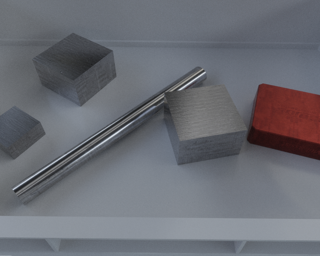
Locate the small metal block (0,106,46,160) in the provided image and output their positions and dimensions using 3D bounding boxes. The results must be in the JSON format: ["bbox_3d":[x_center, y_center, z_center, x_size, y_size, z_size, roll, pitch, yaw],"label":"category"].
[{"bbox_3d":[-0.187,0.005,0.399,0.050,0.025,0.050,28,55,21],"label":"small metal block"}]

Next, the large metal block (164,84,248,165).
[{"bbox_3d":[0.053,-0.006,0.394,0.081,0.050,0.080,-9,51,-8],"label":"large metal block"}]

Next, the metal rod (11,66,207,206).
[{"bbox_3d":[-0.047,-0.004,0.407,0.302,0.025,0.025,-36,59,-27],"label":"metal rod"}]

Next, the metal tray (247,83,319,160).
[{"bbox_3d":[0.189,-0.007,0.411,0.131,0.030,0.090,14,51,11],"label":"metal tray"}]

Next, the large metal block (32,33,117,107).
[{"bbox_3d":[-0.124,-0.089,0.462,0.080,0.050,0.080,28,55,21],"label":"large metal block"}]
